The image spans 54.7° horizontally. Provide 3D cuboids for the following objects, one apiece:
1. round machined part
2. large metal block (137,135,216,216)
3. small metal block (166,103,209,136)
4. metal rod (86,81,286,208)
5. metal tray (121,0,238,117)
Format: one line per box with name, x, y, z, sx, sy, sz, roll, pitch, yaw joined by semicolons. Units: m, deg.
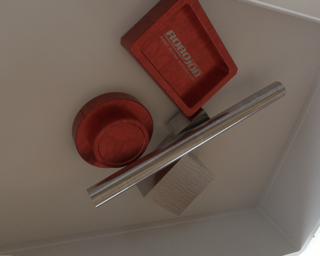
round machined part;-0.053;0.009;0.376;0.099;0.042;0.097;-14;125;-21
large metal block;0.020;0.070;0.448;0.080;0.050;0.080;-47;130;5
small metal block;0.044;-0.002;0.428;0.050;0.025;0.050;-43;140;1
metal rod;0.047;0.012;0.402;0.302;0.025;0.025;-29;129;-18
metal tray;0.028;-0.084;0.369;0.090;0.030;0.130;-44;130;2
